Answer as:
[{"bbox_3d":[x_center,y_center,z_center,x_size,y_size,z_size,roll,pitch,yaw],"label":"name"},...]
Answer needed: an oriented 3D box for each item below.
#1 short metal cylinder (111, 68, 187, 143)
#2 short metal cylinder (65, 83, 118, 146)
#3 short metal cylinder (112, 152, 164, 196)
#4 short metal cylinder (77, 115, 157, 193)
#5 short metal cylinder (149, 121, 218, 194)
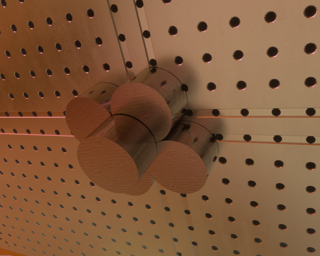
[{"bbox_3d":[-0.013,-0.028,0.382,0.080,0.050,0.079,13,124,20],"label":"short metal cylinder"},{"bbox_3d":[-0.081,-0.016,0.425,0.080,0.050,0.079,13,124,20],"label":"short metal cylinder"},{"bbox_3d":[-0.038,0.049,0.443,0.080,0.050,0.079,13,124,20],"label":"short metal cylinder"},{"bbox_3d":[-0.051,0.031,0.372,0.080,0.050,0.079,13,125,19],"label":"short metal cylinder"},{"bbox_3d":[0.030,0.038,0.401,0.080,0.050,0.079,13,124,20],"label":"short metal cylinder"}]
